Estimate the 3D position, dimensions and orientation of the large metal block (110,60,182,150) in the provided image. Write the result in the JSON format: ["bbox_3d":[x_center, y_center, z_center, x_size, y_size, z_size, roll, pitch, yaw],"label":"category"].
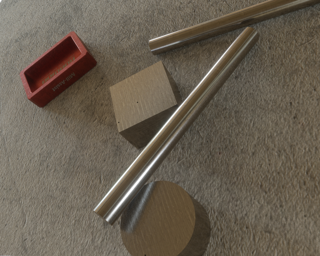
[{"bbox_3d":[-0.014,-0.030,0.412,0.080,0.050,0.080,-26,53,12],"label":"large metal block"}]

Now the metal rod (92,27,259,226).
[{"bbox_3d":[0.033,-0.019,0.360,0.025,0.025,0.301,23,62,36],"label":"metal rod"}]

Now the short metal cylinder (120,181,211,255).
[{"bbox_3d":[0.007,0.101,0.321,0.080,0.050,0.080,-13,56,20],"label":"short metal cylinder"}]

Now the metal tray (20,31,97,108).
[{"bbox_3d":[-0.186,-0.108,0.561,0.130,0.030,0.090,-38,51,2],"label":"metal tray"}]

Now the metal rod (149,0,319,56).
[{"bbox_3d":[0.126,-0.157,0.433,0.301,0.025,0.025,-13,57,20],"label":"metal rod"}]
